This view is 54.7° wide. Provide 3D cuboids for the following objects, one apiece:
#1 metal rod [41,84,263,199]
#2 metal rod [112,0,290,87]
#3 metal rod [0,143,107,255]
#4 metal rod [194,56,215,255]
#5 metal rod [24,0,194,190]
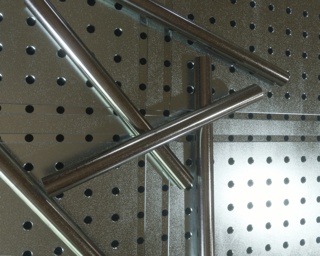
[{"bbox_3d":[0.006,0.008,0.388,0.302,0.025,0.025,-24,98,-19],"label":"metal rod"},{"bbox_3d":[0.061,-0.128,0.436,0.302,0.025,0.025,21,83,-19],"label":"metal rod"},{"bbox_3d":[-0.114,0.119,0.370,0.025,0.025,0.300,-42,104,-15],"label":"metal rod"},{"bbox_3d":[0.063,0.051,0.437,0.025,0.025,0.298,-1,91,-20],"label":"metal rod"},{"bbox_3d":[-0.055,-0.037,0.392,0.025,0.025,0.300,-43,104,-15],"label":"metal rod"}]
